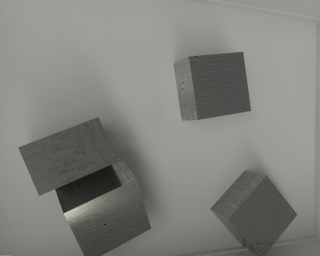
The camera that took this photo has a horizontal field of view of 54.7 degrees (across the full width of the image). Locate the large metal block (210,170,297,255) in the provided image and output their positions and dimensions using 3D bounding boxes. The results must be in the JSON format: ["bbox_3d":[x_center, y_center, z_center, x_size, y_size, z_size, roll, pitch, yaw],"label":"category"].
[{"bbox_3d":[0.135,0.121,0.447,0.080,0.050,0.080,-44,104,-15],"label":"large metal block"}]

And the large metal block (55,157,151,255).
[{"bbox_3d":[-0.064,0.093,0.358,0.081,0.050,0.080,-23,123,-19],"label":"large metal block"}]

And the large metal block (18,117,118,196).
[{"bbox_3d":[-0.100,0.031,0.342,0.081,0.080,0.050,-23,91,-19],"label":"large metal block"}]

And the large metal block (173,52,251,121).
[{"bbox_3d":[0.071,-0.056,0.423,0.081,0.050,0.080,-10,94,-20],"label":"large metal block"}]
